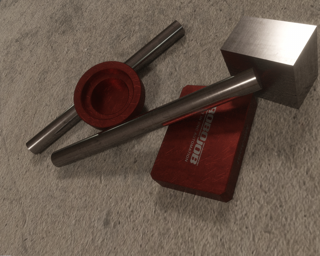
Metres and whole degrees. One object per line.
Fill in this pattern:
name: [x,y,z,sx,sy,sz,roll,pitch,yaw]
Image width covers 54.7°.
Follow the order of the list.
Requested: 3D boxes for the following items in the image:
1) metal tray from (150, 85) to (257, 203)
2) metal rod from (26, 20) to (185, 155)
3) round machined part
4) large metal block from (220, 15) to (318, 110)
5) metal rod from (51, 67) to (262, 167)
metal tray: [0.053,0.012,0.364,0.090,0.030,0.130,8,65,31]
metal rod: [-0.085,-0.063,0.484,0.300,0.025,0.025,-39,51,1]
round machined part: [-0.068,-0.042,0.441,0.098,0.042,0.098,-3,73,12]
large metal block: [0.125,-0.073,0.348,0.080,0.080,0.050,25,75,36]
metal rod: [-0.024,-0.003,0.385,0.300,0.025,0.025,-21,53,27]
